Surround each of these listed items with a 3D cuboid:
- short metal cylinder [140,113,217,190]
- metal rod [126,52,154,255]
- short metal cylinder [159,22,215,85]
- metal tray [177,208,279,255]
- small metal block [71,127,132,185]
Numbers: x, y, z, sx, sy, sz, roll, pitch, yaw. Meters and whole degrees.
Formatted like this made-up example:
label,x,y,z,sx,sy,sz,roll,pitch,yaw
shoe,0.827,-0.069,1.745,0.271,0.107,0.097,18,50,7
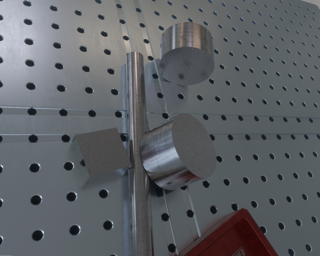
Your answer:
label,x,y,z,sx,sy,sz,roll,pitch,yaw
short metal cylinder,0.023,0.029,0.371,0.080,0.050,0.080,29,47,-36
metal rod,-0.027,0.028,0.376,0.025,0.025,0.299,10,58,-23
short metal cylinder,0.039,-0.108,0.460,0.081,0.080,0.050,16,56,-20
metal tray,0.075,0.161,0.346,0.131,0.030,0.090,-24,75,-36
small metal block,-0.067,0.031,0.353,0.050,0.025,0.050,-11,68,-33
